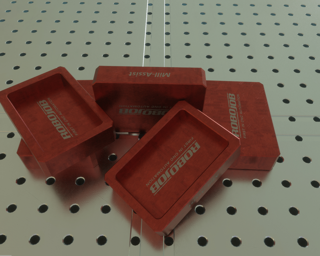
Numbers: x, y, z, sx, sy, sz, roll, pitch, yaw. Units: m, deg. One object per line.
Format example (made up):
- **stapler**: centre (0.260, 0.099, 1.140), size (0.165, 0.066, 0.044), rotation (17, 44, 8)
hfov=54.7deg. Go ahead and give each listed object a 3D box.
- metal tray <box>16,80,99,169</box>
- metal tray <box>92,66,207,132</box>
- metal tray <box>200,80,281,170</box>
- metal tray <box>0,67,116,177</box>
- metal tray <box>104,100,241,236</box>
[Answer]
- **metal tray**: centre (-0.123, -0.009, 0.411), size (0.091, 0.030, 0.130), rotation (-1, 51, -1)
- **metal tray**: centre (-0.012, -0.033, 0.392), size (0.131, 0.089, 0.030), rotation (1, 50, 0)
- **metal tray**: centre (0.098, -0.008, 0.411), size (0.091, 0.030, 0.130), rotation (2, 50, 1)
- **metal tray**: centre (-0.125, -0.014, 0.373), size (0.091, 0.030, 0.130), rotation (-31, 57, -24)
- **metal tray**: centre (0.015, 0.041, 0.346), size (0.090, 0.030, 0.130), rotation (39, 77, 27)
